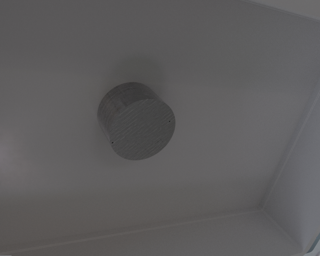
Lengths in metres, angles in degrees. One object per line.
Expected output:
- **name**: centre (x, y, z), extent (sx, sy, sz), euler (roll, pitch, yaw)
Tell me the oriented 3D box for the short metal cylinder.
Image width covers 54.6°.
- **short metal cylinder**: centre (-0.029, -0.008, 0.371), extent (0.081, 0.050, 0.080), euler (-14, 124, -21)
